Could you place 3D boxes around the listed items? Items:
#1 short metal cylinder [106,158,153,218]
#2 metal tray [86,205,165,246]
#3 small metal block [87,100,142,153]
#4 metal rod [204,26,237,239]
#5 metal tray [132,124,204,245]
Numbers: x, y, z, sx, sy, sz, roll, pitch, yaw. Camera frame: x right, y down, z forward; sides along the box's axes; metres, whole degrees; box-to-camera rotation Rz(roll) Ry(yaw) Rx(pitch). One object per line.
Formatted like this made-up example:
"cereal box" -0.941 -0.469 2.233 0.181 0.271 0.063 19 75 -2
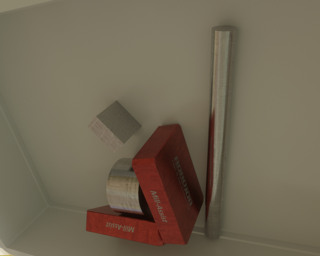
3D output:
"short metal cylinder" -0.031 0.083 0.439 0.050 0.080 0.080 0 118 28
"metal tray" -0.033 0.140 0.466 0.130 0.090 0.030 0 86 29
"small metal block" -0.061 -0.003 0.421 0.050 0.050 0.025 46 129 -4
"metal rod" 0.072 0.028 0.387 0.025 0.025 0.298 11 123 22
"metal tray" 0.016 0.071 0.400 0.030 0.090 0.129 -7 115 28
